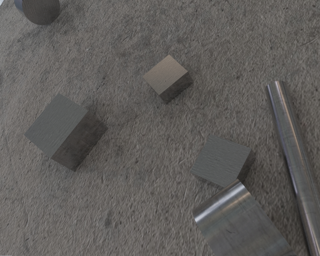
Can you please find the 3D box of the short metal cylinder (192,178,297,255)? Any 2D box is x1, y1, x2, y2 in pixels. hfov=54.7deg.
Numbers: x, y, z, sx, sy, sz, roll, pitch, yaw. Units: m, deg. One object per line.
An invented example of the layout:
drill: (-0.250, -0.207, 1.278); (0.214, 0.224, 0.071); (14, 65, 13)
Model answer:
short metal cylinder: (0.073, 0.092, 0.274); (0.050, 0.080, 0.080); (-37, 51, 4)

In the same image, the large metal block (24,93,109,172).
large metal block: (-0.138, 0.005, 0.457); (0.080, 0.050, 0.080); (28, 77, 37)

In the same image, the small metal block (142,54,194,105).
small metal block: (0.011, -0.069, 0.441); (0.050, 0.025, 0.050); (-40, 51, 1)

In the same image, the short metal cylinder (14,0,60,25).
short metal cylinder: (-0.267, -0.271, 0.675); (0.080, 0.080, 0.050); (-48, 51, -5)

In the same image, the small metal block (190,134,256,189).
small metal block: (0.070, 0.041, 0.342); (0.050, 0.025, 0.050); (21, 73, 35)

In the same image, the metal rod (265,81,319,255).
metal rod: (0.138, 0.080, 0.282); (0.025, 0.025, 0.299); (-15, 56, 20)
